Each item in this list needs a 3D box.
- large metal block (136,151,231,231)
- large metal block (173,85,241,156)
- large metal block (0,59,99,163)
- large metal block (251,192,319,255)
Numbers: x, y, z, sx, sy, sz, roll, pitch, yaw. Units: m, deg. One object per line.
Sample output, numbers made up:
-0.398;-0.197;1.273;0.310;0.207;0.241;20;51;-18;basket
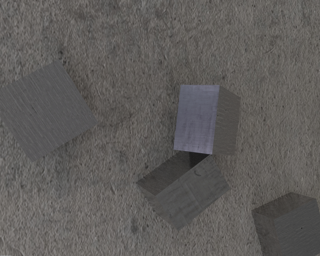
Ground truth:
0.026;0.072;0.389;0.080;0.080;0.050;-34;102;-17;large metal block
0.063;-0.008;0.398;0.080;0.050;0.080;11;85;-58;large metal block
-0.129;-0.019;0.348;0.080;0.050;0.080;-33;101;-17;large metal block
0.195;0.153;0.468;0.081;0.050;0.080;-18;96;-19;large metal block
